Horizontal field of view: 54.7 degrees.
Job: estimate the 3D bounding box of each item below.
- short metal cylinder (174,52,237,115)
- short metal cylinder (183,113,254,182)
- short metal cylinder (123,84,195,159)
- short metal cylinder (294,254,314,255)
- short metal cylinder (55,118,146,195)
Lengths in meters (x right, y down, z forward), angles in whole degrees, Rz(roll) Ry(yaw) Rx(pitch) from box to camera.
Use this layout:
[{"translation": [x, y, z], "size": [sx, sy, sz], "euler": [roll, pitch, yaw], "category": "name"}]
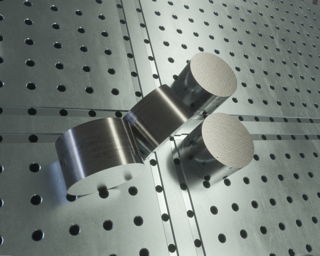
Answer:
[{"translation": [0.069, -0.067, 0.470], "size": [0.081, 0.050, 0.080], "euler": [14, 56, -21], "category": "short metal cylinder"}, {"translation": [0.078, 0.026, 0.418], "size": [0.081, 0.050, 0.080], "euler": [14, 56, -21], "category": "short metal cylinder"}, {"translation": [-0.004, -0.007, 0.375], "size": [0.050, 0.080, 0.080], "euler": [48, 51, 5], "category": "short metal cylinder"}, {"translation": [0.159, 0.189, 0.343], "size": [0.050, 0.080, 0.080], "euler": [-9, 66, -32], "category": "short metal cylinder"}, {"translation": [-0.061, 0.031, 0.321], "size": [0.081, 0.080, 0.050], "euler": [-9, 67, -32], "category": "short metal cylinder"}]
